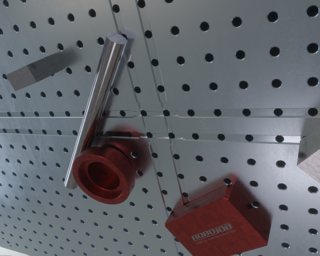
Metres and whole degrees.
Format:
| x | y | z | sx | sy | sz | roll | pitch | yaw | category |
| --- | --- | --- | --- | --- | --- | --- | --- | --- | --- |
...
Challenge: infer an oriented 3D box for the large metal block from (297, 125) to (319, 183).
| x | y | z | sx | sy | sz | roll | pitch | yaw | category |
| --- | --- | --- | --- | --- | --- | --- | --- | --- | --- |
| 0.199 | 0.026 | 0.306 | 0.080 | 0.050 | 0.080 | 38 | 129 | 2 | large metal block |

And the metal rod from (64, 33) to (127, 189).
| x | y | z | sx | sy | sz | roll | pitch | yaw | category |
| --- | --- | --- | --- | --- | --- | --- | --- | --- | --- |
| -0.105 | -0.004 | 0.464 | 0.025 | 0.025 | 0.298 | 33 | 129 | 7 | metal rod |

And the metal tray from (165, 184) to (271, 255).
| x | y | z | sx | sy | sz | roll | pitch | yaw | category |
| --- | --- | --- | --- | --- | --- | --- | --- | --- | --- |
| 0.081 | 0.145 | 0.455 | 0.090 | 0.030 | 0.129 | 48 | 129 | -6 | metal tray |

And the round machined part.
| x | y | z | sx | sy | sz | roll | pitch | yaw | category |
| --- | --- | --- | --- | --- | --- | --- | --- | --- | --- |
| -0.083 | 0.069 | 0.484 | 0.098 | 0.042 | 0.097 | 11 | 125 | 17 | round machined part |

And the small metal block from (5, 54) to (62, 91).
| x | y | z | sx | sy | sz | roll | pitch | yaw | category |
| --- | --- | --- | --- | --- | --- | --- | --- | --- | --- |
| -0.179 | -0.079 | 0.440 | 0.050 | 0.050 | 0.025 | -12 | 112 | 33 | small metal block |
